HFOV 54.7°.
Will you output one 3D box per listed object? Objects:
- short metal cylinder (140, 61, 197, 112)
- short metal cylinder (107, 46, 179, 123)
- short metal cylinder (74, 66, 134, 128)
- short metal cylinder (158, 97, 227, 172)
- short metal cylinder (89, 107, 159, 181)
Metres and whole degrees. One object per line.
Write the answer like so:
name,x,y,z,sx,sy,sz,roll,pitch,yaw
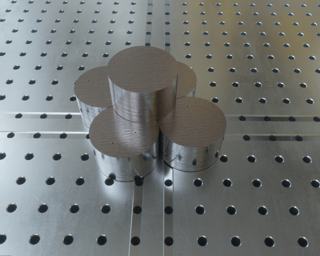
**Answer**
short metal cylinder,0.009,-0.051,0.433,0.081,0.050,0.080,0,50,0
short metal cylinder,-0.020,-0.053,0.368,0.081,0.050,0.080,1,51,-1
short metal cylinder,-0.071,-0.040,0.423,0.081,0.050,0.080,0,50,0
short metal cylinder,0.038,0.007,0.385,0.081,0.050,0.080,0,50,0
short metal cylinder,-0.041,0.017,0.375,0.081,0.050,0.080,0,50,0
